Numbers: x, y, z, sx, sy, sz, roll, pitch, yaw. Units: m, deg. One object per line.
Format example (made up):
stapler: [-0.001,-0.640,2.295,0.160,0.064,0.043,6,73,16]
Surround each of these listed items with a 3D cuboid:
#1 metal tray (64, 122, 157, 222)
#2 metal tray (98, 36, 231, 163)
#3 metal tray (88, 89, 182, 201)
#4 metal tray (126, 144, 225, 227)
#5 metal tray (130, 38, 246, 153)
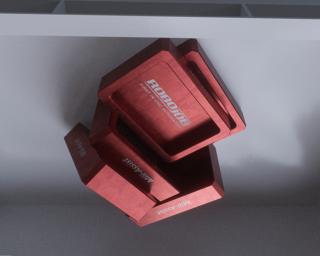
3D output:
metal tray: [-0.065,0.049,0.381,0.030,0.130,0.090,-47,121,-3]
metal tray: [0.008,-0.024,0.344,0.090,0.030,0.130,-29,124,22]
metal tray: [-0.024,0.019,0.379,0.030,0.090,0.130,-30,124,22]
metal tray: [0.017,0.072,0.426,0.130,0.090,0.030,-26,126,20]
metal tray: [0.036,-0.032,0.379,0.090,0.030,0.130,-26,125,22]
